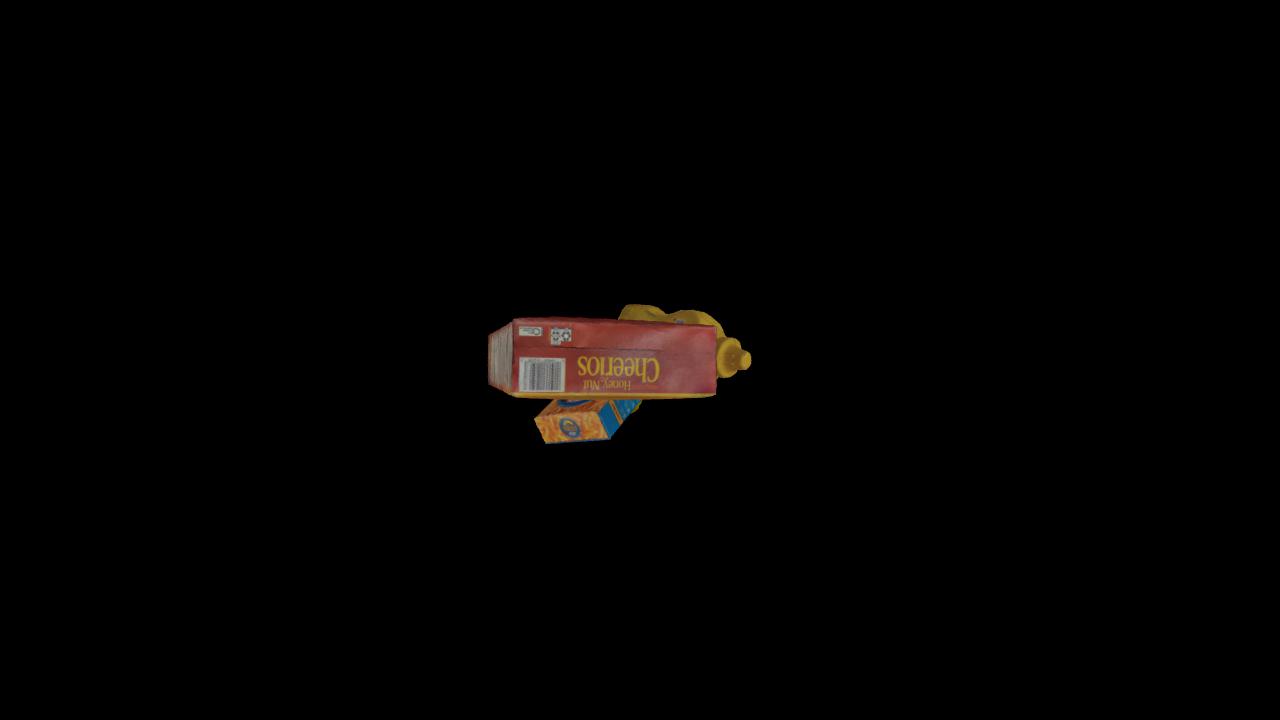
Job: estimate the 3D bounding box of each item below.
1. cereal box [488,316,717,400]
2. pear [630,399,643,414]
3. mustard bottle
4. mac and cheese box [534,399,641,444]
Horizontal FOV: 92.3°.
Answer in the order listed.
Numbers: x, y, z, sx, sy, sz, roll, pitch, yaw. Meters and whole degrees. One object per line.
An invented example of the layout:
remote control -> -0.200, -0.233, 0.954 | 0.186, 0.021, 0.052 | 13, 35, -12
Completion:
cereal box -> -0.064, 0.001, 0.712 | 0.203, 0.081, 0.306 | 1, -1, -18
pear -> -0.044, 0.019, 0.750 | 0.080, 0.111, 0.080 | -22, -5, -2
mustard bottle -> 0.046, -0.011, 0.678 | 0.054, 0.092, 0.184 | 11, 0, -43
mac and cheese box -> -0.033, 0.028, 0.719 | 0.093, 0.041, 0.184 | -8, 25, 34
